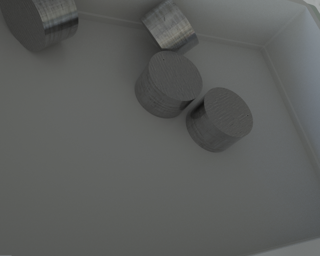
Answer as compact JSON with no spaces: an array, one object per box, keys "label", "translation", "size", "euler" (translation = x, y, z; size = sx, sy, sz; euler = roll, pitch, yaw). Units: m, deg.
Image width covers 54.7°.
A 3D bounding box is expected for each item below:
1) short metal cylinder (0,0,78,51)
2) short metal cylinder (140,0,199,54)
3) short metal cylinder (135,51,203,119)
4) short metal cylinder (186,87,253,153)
[{"label":"short metal cylinder","translation":[-0.147,-0.141,0.378],"size":[0.080,0.080,0.050],"euler":[46,51,3]},{"label":"short metal cylinder","translation":[0.014,-0.143,0.459],"size":[0.050,0.080,0.080],"euler":[-35,79,6]},{"label":"short metal cylinder","translation":[0.012,-0.060,0.432],"size":[0.081,0.050,0.080],"euler":[13,59,-22]},{"label":"short metal cylinder","translation":[0.085,-0.011,0.444],"size":[0.081,0.050,0.080],"euler":[14,56,-21]}]
